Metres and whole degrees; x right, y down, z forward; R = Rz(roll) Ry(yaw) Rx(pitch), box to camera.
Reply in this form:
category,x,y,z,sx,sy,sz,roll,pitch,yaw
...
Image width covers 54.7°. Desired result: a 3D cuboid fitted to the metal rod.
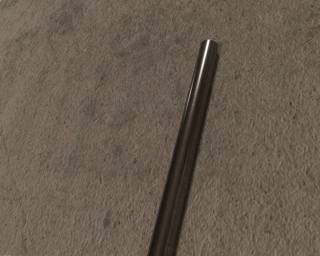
category,x,y,z,sx,sy,sz,roll,pitch,yaw
metal rod,0.033,0.016,0.376,0.025,0.025,0.300,2,62,29
